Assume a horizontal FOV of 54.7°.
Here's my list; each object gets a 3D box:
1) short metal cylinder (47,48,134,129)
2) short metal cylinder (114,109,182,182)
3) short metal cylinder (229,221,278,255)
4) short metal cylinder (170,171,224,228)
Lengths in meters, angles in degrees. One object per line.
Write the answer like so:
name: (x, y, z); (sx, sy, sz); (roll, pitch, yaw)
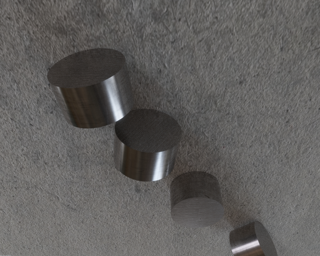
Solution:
short metal cylinder: (-0.072, -0.044, 0.333); (0.080, 0.080, 0.050); (-6, 130, 5)
short metal cylinder: (-0.017, 0.020, 0.388); (0.081, 0.080, 0.050); (5, 130, -5)
short metal cylinder: (0.168, 0.214, 0.555); (0.050, 0.080, 0.080); (-32, 123, 24)
short metal cylinder: (0.057, 0.113, 0.488); (0.081, 0.050, 0.079); (0, 130, 0)
